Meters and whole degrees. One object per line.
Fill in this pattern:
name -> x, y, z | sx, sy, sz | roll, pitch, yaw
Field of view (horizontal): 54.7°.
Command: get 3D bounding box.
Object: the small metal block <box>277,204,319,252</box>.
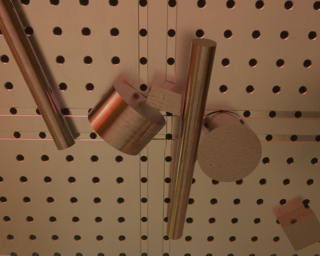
small metal block -> 0.215, 0.152, 0.471 | 0.050, 0.025, 0.050 | -29, 108, 10

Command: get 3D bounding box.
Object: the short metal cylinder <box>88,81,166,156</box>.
short metal cylinder -> -0.040, -0.012, 0.379 | 0.080, 0.080, 0.050 | 38, 106, -13

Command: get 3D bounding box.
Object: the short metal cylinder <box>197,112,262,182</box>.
short metal cylinder -> 0.086, 0.024, 0.409 | 0.081, 0.050, 0.079 | -1, 110, -1

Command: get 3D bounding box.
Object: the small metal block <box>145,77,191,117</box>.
small metal block -> 0.011, -0.039, 0.386 | 0.050, 0.050, 0.025 | 19, 109, -7

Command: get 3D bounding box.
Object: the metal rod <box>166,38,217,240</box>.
metal rod -> 0.033, 0.038, 0.390 | 0.025, 0.025, 0.298 | 4, 124, -2

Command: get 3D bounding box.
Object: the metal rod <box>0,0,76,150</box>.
metal rod -> -0.172, -0.109, 0.371 | 0.025, 0.025, 0.298 | -17, 109, 6
